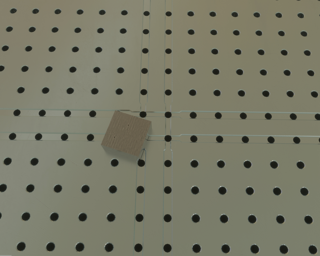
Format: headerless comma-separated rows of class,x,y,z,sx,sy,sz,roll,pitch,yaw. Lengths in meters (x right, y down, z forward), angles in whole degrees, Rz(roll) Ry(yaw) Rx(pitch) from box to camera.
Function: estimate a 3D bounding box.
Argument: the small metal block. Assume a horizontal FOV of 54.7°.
small metal block,-0.043,0.010,0.407,0.050,0.025,0.050,17,71,6
